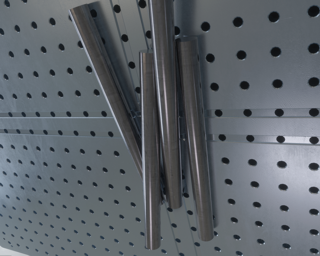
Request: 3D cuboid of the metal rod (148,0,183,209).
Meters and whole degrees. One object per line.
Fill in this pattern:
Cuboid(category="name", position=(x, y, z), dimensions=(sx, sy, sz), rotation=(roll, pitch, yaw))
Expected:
Cuboid(category="metal rod", position=(0.011, -0.010, 0.386), dimensions=(0.025, 0.025, 0.298), rotation=(11, 127, 22))

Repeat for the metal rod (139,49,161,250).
Cuboid(category="metal rod", position=(-0.012, 0.046, 0.424), dimensions=(0.025, 0.025, 0.298), rotation=(11, 116, 22))

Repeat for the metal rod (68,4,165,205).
Cuboid(category="metal rod", position=(-0.051, -0.016, 0.428), dimensions=(0.025, 0.025, 0.299), rotation=(-7, 115, 31))

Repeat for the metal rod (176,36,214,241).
Cuboid(category="metal rod", position=(0.049, 0.034, 0.406), dimensions=(0.025, 0.025, 0.298), rotation=(5, 121, 25))
